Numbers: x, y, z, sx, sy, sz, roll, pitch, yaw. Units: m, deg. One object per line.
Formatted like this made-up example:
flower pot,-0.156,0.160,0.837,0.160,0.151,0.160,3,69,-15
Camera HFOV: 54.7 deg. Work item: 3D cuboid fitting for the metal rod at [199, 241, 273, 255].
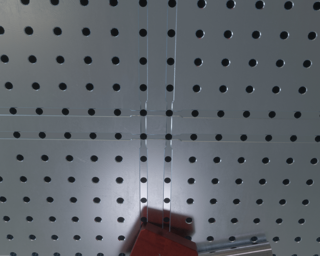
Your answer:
metal rod,0.024,0.217,0.493,0.302,0.025,0.025,-11,110,3

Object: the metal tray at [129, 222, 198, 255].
metal tray,-0.009,0.221,0.467,0.090,0.030,0.129,23,94,2
